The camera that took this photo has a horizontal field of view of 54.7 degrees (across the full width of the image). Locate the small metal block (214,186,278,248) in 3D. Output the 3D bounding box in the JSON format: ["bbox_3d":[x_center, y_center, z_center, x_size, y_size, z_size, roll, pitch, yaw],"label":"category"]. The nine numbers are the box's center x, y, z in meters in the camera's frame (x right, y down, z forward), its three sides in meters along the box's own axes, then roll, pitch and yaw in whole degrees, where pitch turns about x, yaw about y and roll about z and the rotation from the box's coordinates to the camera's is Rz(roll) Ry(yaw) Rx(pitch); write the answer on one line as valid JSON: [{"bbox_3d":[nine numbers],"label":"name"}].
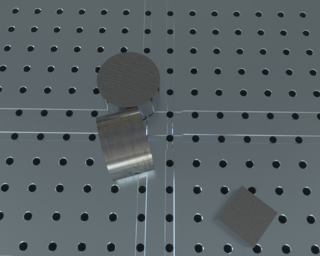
[{"bbox_3d":[0.103,0.107,0.373,0.050,0.025,0.050,38,74,12],"label":"small metal block"}]

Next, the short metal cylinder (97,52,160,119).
[{"bbox_3d":[-0.040,-0.054,0.418,0.081,0.050,0.080,0,70,0],"label":"short metal cylinder"}]

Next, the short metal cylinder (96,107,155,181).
[{"bbox_3d":[-0.041,0.019,0.375,0.050,0.080,0.080,-15,71,-5],"label":"short metal cylinder"}]
